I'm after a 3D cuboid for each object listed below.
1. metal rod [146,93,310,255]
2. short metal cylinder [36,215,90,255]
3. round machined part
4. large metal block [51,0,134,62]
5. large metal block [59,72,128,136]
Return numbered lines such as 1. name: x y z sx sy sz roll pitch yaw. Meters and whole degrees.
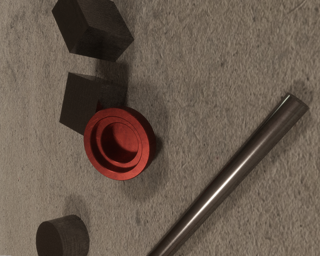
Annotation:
1. metal rod: 0.055 0.085 0.357 0.025 0.025 0.298 49 119 28
2. short metal cylinder: -0.164 0.192 0.521 0.080 0.050 0.079 0 90 39
3. round machined part: -0.050 0.018 0.420 0.098 0.042 0.097 5 104 21
4. large metal block: -0.096 -0.148 0.446 0.050 0.081 0.080 -41 66 32
5. large metal block: -0.102 -0.034 0.470 0.080 0.050 0.079 23 105 37
